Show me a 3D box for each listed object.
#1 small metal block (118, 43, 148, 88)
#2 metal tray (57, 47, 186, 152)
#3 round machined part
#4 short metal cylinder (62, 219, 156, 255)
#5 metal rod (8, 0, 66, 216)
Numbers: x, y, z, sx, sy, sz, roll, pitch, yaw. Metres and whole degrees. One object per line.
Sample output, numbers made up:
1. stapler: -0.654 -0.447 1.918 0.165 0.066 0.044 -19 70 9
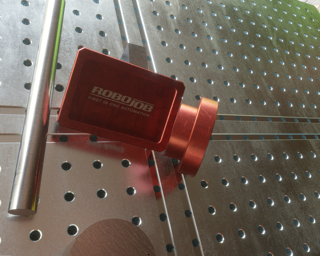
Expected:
1. small metal block: -0.039 -0.077 0.418 0.025 0.050 0.050 9 55 -24
2. metal tray: -0.044 -0.031 0.369 0.131 0.030 0.089 16 93 -19
3. round machined part: 0.036 0.008 0.381 0.042 0.097 0.098 18 53 3
4. short metal cylinder: -0.050 0.130 0.287 0.081 0.050 0.080 14 56 -21
5. metal rod: -0.138 -0.050 0.365 0.025 0.025 0.299 10 57 -23
